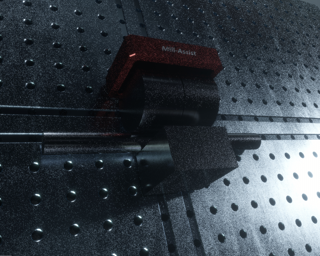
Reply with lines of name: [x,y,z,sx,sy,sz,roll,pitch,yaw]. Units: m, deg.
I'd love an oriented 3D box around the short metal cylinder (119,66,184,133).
short metal cylinder: [-0.013,-0.034,0.383,0.050,0.080,0.080,1,62,-28]

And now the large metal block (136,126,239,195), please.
large metal block: [0.028,0.038,0.359,0.081,0.080,0.050,1,62,-28]

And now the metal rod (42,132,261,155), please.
metal rod: [0.010,0.018,0.397,0.303,0.025,0.025,1,62,-28]

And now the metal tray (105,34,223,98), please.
metal tray: [0.005,-0.072,0.408,0.131,0.090,0.030,1,62,-28]

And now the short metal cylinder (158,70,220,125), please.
short metal cylinder: [0.033,-0.034,0.408,0.050,0.080,0.080,2,61,-28]
